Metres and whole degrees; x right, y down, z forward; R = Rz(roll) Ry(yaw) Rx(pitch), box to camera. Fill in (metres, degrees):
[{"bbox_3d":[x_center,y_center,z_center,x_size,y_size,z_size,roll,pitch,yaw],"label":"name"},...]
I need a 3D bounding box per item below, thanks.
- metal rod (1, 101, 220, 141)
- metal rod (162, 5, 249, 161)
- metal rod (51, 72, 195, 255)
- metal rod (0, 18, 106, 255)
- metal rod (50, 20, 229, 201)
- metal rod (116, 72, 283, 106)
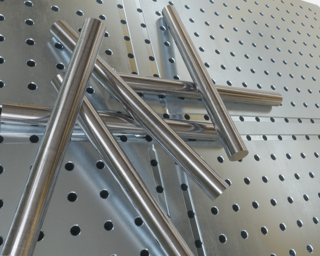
[{"bbox_3d":[-0.031,-0.004,0.393,0.302,0.025,0.025,5,60,-26],"label":"metal rod"},{"bbox_3d":[0.056,-0.085,0.458,0.025,0.025,0.299,1,52,-28],"label":"metal rod"},{"bbox_3d":[-0.025,0.068,0.333,0.025,0.025,0.299,-32,85,-38],"label":"metal rod"},{"bbox_3d":[-0.102,0.023,0.293,0.025,0.025,0.299,19,68,-17],"label":"metal rod"},{"bbox_3d":[-0.035,-0.031,0.378,0.300,0.025,0.025,45,50,15],"label":"metal rod"},{"bbox_3d":[0.072,-0.056,0.480,0.302,0.025,0.025,3,61,-27],"label":"metal rod"}]
